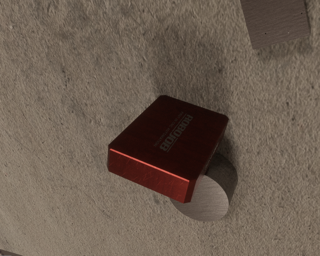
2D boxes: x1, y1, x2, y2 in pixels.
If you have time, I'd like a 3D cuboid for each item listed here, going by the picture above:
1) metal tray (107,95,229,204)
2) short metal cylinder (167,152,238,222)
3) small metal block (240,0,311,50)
[{"bbox_3d":[0.014,0.014,0.339,0.090,0.131,0.030,20,126,16],"label":"metal tray"},{"bbox_3d":[0.056,0.075,0.407,0.080,0.050,0.079,13,124,20],"label":"short metal cylinder"},{"bbox_3d":[0.107,-0.106,0.285,0.050,0.025,0.050,-9,114,31],"label":"small metal block"}]
